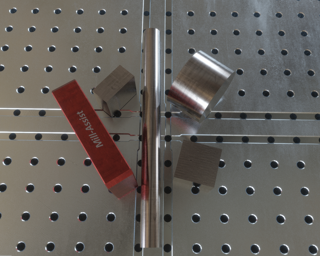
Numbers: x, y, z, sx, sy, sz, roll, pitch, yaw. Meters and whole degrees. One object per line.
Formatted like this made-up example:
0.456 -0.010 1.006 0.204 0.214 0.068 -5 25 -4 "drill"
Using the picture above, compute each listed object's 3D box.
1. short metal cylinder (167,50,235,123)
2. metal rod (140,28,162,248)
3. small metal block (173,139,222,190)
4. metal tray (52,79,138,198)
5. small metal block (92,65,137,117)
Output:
0.053 -0.053 0.402 0.050 0.080 0.080 36 74 12 "short metal cylinder"
-0.011 -0.001 0.411 0.025 0.025 0.299 0 70 -1 "metal rod"
0.048 0.047 0.396 0.050 0.025 0.050 14 71 5 "small metal block"
-0.075 0.016 0.370 0.030 0.090 0.130 -31 73 -11 "metal tray"
-0.059 -0.048 0.414 0.025 0.050 0.050 40 75 13 "small metal block"
